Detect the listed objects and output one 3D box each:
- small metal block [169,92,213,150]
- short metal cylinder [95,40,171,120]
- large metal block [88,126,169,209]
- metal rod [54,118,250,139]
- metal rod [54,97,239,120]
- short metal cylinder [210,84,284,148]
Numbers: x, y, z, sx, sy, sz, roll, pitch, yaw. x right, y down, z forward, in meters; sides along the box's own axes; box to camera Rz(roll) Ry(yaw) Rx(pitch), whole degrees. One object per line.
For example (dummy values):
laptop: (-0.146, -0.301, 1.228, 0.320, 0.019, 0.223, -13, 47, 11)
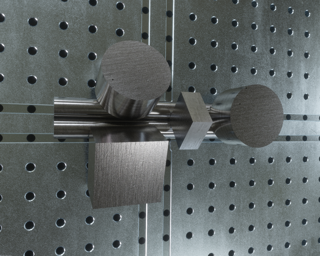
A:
small metal block: (0.036, -0.009, 0.379, 0.025, 0.050, 0.050, 1, 48, -20)
short metal cylinder: (-0.033, -0.056, 0.368, 0.081, 0.050, 0.080, 8, 63, -17)
large metal block: (-0.041, 0.044, 0.366, 0.081, 0.050, 0.079, -1, 111, -20)
metal rod: (0.017, 0.002, 0.416, 0.303, 0.025, 0.025, 1, 90, -20)
metal rod: (0.017, -0.023, 0.416, 0.303, 0.025, 0.025, 1, 90, -20)
short metal cylinder: (0.114, -0.015, 0.411, 0.081, 0.050, 0.079, 0, 90, -20)
